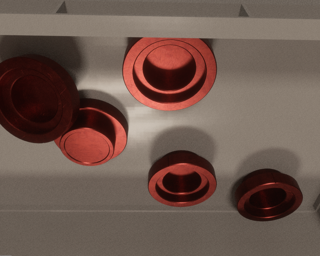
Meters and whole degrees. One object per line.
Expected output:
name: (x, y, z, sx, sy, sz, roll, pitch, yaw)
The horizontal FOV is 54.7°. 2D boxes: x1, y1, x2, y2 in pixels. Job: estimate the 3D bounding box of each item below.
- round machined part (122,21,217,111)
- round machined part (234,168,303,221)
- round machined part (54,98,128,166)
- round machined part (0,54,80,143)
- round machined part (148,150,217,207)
round machined part: (0.010, -0.070, 0.339, 0.099, 0.042, 0.097, -1, 130, 0)
round machined part: (0.167, 0.101, 0.487, 0.099, 0.042, 0.097, -1, 130, 0)
round machined part: (-0.093, 0.012, 0.407, 0.099, 0.042, 0.097, -1, 130, 0)
round machined part: (-0.138, -0.035, 0.353, 0.098, 0.042, 0.097, 3, 112, 9)
round machined part: (0.032, 0.071, 0.459, 0.099, 0.042, 0.097, -1, 130, 0)
